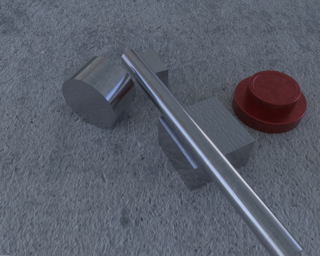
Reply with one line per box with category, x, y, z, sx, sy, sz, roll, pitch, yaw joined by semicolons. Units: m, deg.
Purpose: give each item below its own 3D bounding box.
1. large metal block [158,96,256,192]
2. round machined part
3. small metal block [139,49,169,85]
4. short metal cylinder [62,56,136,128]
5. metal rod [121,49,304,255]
large metal block;0.052;0.017;0.374;0.081;0.050;0.080;-22;54;-18
round machined part;0.154;-0.043;0.430;0.099;0.042;0.098;0;50;0
small metal block;-0.010;-0.078;0.452;0.025;0.050;0.050;-19;53;-15
short metal cylinder;-0.079;-0.046;0.405;0.080;0.080;0.050;22;54;17
metal rod;0.033;0.005;0.334;0.025;0.025;0.300;-23;54;-19
